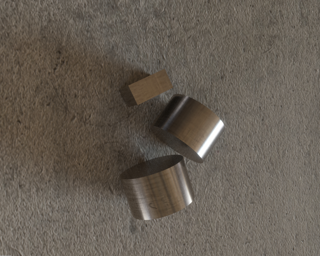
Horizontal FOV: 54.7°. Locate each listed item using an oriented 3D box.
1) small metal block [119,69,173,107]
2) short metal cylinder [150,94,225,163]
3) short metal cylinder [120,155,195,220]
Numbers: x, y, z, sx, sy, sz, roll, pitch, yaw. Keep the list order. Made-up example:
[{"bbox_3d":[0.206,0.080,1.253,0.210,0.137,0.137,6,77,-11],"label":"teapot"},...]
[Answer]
[{"bbox_3d":[-0.019,-0.049,0.390,0.050,0.050,0.025,-28,100,-18],"label":"small metal block"},{"bbox_3d":[0.034,0.001,0.394,0.080,0.080,0.050,39,78,-16],"label":"short metal cylinder"},{"bbox_3d":[-0.003,0.070,0.380,0.081,0.080,0.050,-19,97,-19],"label":"short metal cylinder"}]
